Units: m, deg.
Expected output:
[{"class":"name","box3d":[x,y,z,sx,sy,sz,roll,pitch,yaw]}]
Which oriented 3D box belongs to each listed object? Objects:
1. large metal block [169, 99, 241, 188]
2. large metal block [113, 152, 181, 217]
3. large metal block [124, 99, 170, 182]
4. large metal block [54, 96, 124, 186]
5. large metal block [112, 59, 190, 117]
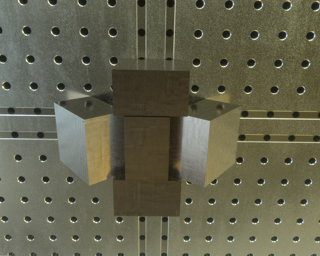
[{"class":"large metal block","box3d":[0.056,0.014,0.381,0.050,0.081,0.079,15,114,34]},{"class":"large metal block","box3d":[-0.016,0.071,0.409,0.081,0.080,0.050,1,110,-1]},{"class":"large metal block","box3d":[-0.015,0.011,0.387,0.050,0.080,0.079,1,110,-1]},{"class":"large metal block","box3d":[-0.086,0.012,0.380,0.050,0.080,0.079,-16,116,-37]},{"class":"large metal block","box3d":[-0.010,-0.050,0.364,0.081,0.080,0.050,1,110,-1]}]
